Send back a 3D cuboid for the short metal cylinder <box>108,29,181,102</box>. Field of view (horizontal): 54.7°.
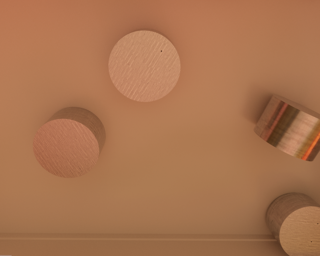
[{"bbox_3d":[-0.017,-0.076,0.370,0.081,0.050,0.079,0,110,-1],"label":"short metal cylinder"}]

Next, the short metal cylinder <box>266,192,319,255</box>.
[{"bbox_3d":[0.202,0.140,0.445,0.081,0.050,0.079,0,100,-1],"label":"short metal cylinder"}]

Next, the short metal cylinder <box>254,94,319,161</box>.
[{"bbox_3d":[0.165,-0.002,0.384,0.080,0.080,0.050,21,109,-8],"label":"short metal cylinder"}]

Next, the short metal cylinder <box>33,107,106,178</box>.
[{"bbox_3d":[-0.115,0.018,0.403,0.081,0.050,0.079,0,110,-1],"label":"short metal cylinder"}]
